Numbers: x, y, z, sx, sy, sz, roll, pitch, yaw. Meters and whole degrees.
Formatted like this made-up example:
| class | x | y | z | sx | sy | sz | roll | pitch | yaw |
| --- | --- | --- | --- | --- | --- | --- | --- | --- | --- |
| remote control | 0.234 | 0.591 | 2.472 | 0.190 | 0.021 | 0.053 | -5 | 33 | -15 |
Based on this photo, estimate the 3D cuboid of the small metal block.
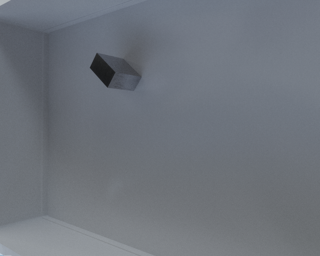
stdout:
| class | x | y | z | sx | sy | sz | roll | pitch | yaw |
| --- | --- | --- | --- | --- | --- | --- | --- | --- | --- |
| small metal block | -0.063 | -0.080 | 0.444 | 0.050 | 0.050 | 0.025 | 47 | 118 | 30 |
